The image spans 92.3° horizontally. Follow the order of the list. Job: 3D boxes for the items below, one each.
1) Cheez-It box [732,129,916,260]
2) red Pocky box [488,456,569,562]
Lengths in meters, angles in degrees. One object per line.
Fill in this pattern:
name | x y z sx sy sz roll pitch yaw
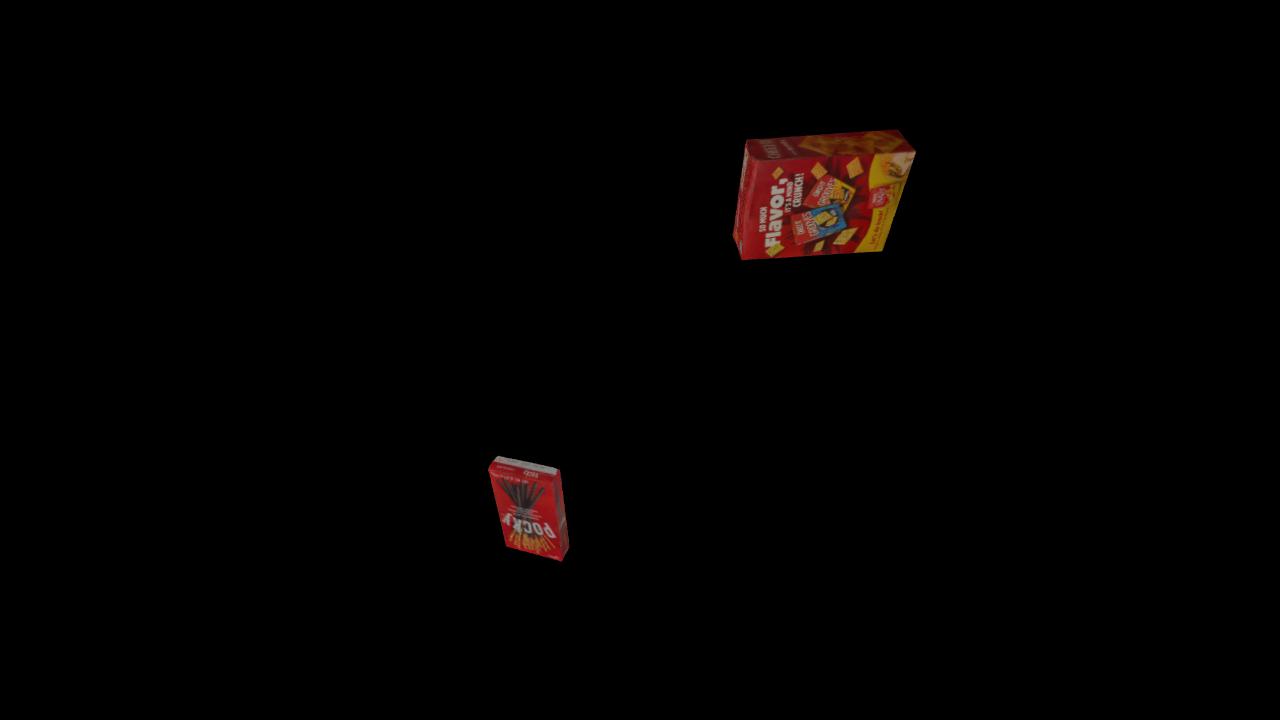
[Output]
Cheez-It box | 0.254 -0.232 0.881 0.223 0.071 0.166 -6 -43 -5
red Pocky box | -0.134 0.186 0.759 0.083 0.155 0.028 9 39 12
